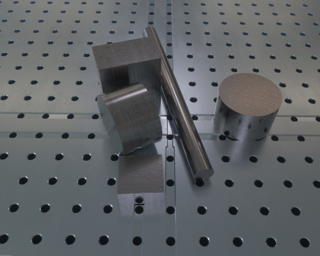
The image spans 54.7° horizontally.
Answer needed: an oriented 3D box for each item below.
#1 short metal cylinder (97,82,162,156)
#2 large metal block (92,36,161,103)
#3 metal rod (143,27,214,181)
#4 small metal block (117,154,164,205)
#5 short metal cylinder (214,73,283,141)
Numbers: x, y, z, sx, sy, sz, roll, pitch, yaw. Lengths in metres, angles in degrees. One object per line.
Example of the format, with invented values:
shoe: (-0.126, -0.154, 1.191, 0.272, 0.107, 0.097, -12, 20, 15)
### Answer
short metal cylinder: (-0.038, -0.011, 0.381, 0.050, 0.080, 0.080, -22, 54, -18)
large metal block: (-0.044, -0.073, 0.433, 0.081, 0.080, 0.050, -14, 52, -11)
metal rod: (0.016, -0.057, 0.455, 0.025, 0.025, 0.300, -10, 51, -9)
small metal block: (-0.022, 0.059, 0.358, 0.050, 0.025, 0.050, -2, 50, -2)
short metal cylinder: (0.116, -0.029, 0.417, 0.081, 0.050, 0.080, 0, 50, 0)
